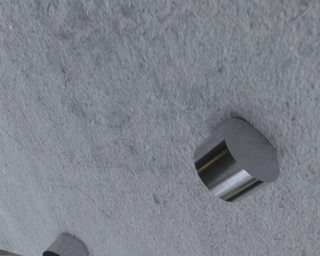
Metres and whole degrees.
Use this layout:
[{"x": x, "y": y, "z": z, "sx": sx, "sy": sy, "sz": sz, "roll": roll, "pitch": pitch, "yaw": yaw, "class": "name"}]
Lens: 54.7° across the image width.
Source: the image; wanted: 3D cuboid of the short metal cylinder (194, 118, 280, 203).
[{"x": 0.086, "y": 0.036, "z": 0.348, "sx": 0.080, "sy": 0.080, "sz": 0.050, "roll": 43, "pitch": 129, "yaw": -2, "class": "short metal cylinder"}]

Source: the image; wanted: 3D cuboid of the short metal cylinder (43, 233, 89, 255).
[{"x": -0.201, "y": 0.272, "z": 0.662, "sx": 0.080, "sy": 0.050, "sz": 0.079, "roll": 13, "pitch": 124, "yaw": 20, "class": "short metal cylinder"}]
